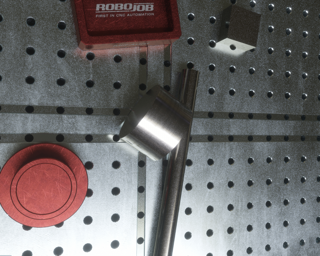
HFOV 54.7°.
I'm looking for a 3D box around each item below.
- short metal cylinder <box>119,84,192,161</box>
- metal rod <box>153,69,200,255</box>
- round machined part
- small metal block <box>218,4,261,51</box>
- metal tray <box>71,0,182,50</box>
[{"bbox_3d":[-0.006,-0.007,0.382,0.050,0.080,0.080,37,78,-17],"label":"short metal cylinder"},{"bbox_3d":[0.020,0.069,0.421,0.025,0.025,0.298,10,87,-20],"label":"metal rod"},{"bbox_3d":[-0.132,0.066,0.355,0.099,0.042,0.097,0,90,-21],"label":"round machined part"},{"bbox_3d":[0.117,-0.147,0.457,0.050,0.025,0.050,11,86,-20],"label":"small metal block"},{"bbox_3d":[-0.043,-0.151,0.394,0.131,0.030,0.089,-10,94,-20],"label":"metal tray"}]
